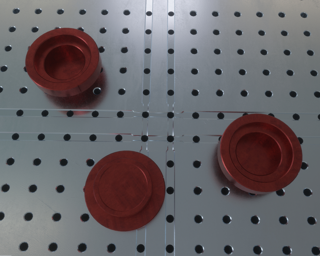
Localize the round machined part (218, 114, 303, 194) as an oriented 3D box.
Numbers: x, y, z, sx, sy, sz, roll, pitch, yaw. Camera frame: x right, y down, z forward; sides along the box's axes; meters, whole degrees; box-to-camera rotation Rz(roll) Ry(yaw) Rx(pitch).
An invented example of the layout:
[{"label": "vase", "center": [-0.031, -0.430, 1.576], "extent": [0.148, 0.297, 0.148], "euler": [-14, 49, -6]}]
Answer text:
[{"label": "round machined part", "center": [0.122, 0.034, 0.391], "extent": [0.099, 0.042, 0.098], "euler": [0, 70, 0]}]

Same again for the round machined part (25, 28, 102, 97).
[{"label": "round machined part", "center": [-0.131, -0.087, 0.434], "extent": [0.099, 0.042, 0.098], "euler": [0, 70, 0]}]

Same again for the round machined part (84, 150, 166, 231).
[{"label": "round machined part", "center": [-0.042, 0.074, 0.376], "extent": [0.099, 0.042, 0.098], "euler": [0, 70, 0]}]
